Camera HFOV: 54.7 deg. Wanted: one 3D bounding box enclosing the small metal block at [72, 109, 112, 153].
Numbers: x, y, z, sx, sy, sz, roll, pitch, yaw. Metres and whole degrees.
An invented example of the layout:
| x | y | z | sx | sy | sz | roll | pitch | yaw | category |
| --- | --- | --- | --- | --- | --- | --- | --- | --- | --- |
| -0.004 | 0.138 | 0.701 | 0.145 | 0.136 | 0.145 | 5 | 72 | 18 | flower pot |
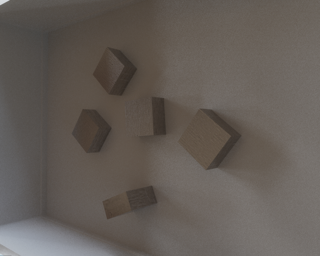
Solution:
| x | y | z | sx | sy | sz | roll | pitch | yaw | category |
| --- | --- | --- | --- | --- | --- | --- | --- | --- | --- |
| -0.111 | 0.005 | 0.499 | 0.050 | 0.025 | 0.050 | 44 | 117 | 31 | small metal block |

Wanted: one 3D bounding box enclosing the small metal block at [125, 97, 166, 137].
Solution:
| x | y | z | sx | sy | sz | roll | pitch | yaw | category |
| --- | --- | --- | --- | --- | --- | --- | --- | --- | --- |
| -0.021 | -0.014 | 0.424 | 0.050 | 0.025 | 0.050 | -6 | 86 | 40 | small metal block |

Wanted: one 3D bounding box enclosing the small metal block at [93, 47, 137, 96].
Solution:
| x | y | z | sx | sy | sz | roll | pitch | yaw | category |
| --- | --- | --- | --- | --- | --- | --- | --- | --- | --- |
| -0.068 | -0.084 | 0.464 | 0.050 | 0.025 | 0.050 | 49 | 119 | 28 | small metal block |

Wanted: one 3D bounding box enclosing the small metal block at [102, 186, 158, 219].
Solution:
| x | y | z | sx | sy | sz | roll | pitch | yaw | category |
| --- | --- | --- | --- | --- | --- | --- | --- | --- | --- |
| -0.041 | 0.102 | 0.425 | 0.050 | 0.050 | 0.025 | -29 | 72 | 36 | small metal block |

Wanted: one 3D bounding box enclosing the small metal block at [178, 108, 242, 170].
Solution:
| x | y | z | sx | sy | sz | roll | pitch | yaw | category |
| --- | --- | --- | --- | --- | --- | --- | --- | --- | --- |
| 0.056 | 0.013 | 0.360 | 0.050 | 0.025 | 0.050 | 46 | 117 | 30 | small metal block |
